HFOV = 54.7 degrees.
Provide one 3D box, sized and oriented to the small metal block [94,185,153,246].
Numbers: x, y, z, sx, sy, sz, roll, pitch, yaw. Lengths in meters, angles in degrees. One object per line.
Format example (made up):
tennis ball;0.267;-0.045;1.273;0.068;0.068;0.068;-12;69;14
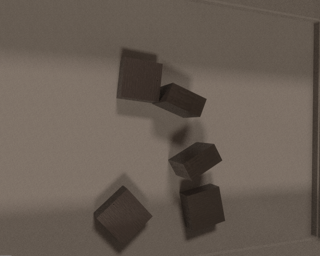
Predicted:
small metal block;-0.047;0.110;0.394;0.050;0.025;0.050;-43;104;-15

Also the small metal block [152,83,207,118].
small metal block;0.025;-0.035;0.407;0.050;0.050;0.025;23;82;-19

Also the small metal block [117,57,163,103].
small metal block;-0.027;-0.061;0.402;0.050;0.025;0.050;6;88;-20

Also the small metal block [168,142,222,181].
small metal block;0.046;0.043;0.416;0.050;0.050;0.025;-30;101;-18

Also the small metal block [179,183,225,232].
small metal block;0.059;0.110;0.434;0.050;0.025;0.050;-12;94;-20
